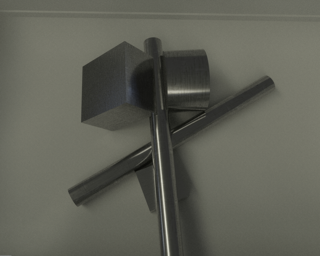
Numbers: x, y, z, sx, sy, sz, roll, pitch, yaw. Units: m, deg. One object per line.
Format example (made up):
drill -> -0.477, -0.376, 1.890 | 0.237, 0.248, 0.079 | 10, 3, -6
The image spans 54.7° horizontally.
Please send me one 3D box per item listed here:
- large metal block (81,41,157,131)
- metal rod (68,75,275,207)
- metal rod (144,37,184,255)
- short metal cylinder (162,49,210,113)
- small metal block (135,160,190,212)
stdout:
large metal block -> -0.053, -0.049, 0.392 | 0.080, 0.050, 0.080 | -19, 65, 36
metal rod -> 0.023, 0.011, 0.403 | 0.302, 0.025, 0.025 | -30, 73, -11
metal rod -> 0.002, 0.022, 0.373 | 0.025, 0.025, 0.299 | -4, 69, -2
short metal cylinder -> 0.031, -0.060, 0.401 | 0.050, 0.080, 0.080 | -4, 70, -3
small metal block -> 0.003, 0.071, 0.382 | 0.050, 0.025, 0.050 | -20, 71, -8
